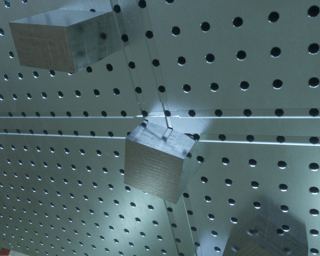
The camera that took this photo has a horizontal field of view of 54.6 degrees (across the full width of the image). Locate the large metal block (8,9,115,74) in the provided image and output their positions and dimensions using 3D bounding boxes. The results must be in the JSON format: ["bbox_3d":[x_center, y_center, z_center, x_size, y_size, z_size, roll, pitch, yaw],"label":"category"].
[{"bbox_3d":[-0.112,-0.107,0.370,0.080,0.080,0.050,11,123,22],"label":"large metal block"}]

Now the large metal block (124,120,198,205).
[{"bbox_3d":[-0.001,0.046,0.424,0.080,0.050,0.079,19,126,17],"label":"large metal block"}]

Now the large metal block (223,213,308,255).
[{"bbox_3d":[0.143,0.179,0.431,0.080,0.050,0.080,34,129,5],"label":"large metal block"}]
